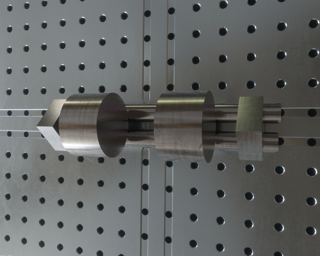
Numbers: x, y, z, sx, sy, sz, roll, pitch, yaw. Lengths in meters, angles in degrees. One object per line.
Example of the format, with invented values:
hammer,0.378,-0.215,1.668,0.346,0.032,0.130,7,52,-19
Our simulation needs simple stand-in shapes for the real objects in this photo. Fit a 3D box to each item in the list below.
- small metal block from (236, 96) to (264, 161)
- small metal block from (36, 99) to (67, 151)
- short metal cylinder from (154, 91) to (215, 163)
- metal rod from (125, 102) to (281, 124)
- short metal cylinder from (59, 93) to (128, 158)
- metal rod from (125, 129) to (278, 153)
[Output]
small metal block,0.100,0.001,0.340,0.025,0.050,0.050,1,49,20
small metal block,-0.133,-0.004,0.422,0.025,0.050,0.050,1,48,20
short metal cylinder,0.031,-0.002,0.349,0.050,0.080,0.079,1,90,20
metal rod,0.000,-0.020,0.413,0.301,0.025,0.025,1,91,19
short metal cylinder,-0.080,-0.004,0.388,0.050,0.080,0.079,1,90,20
metal rod,-0.003,0.015,0.414,0.301,0.025,0.025,1,91,19
